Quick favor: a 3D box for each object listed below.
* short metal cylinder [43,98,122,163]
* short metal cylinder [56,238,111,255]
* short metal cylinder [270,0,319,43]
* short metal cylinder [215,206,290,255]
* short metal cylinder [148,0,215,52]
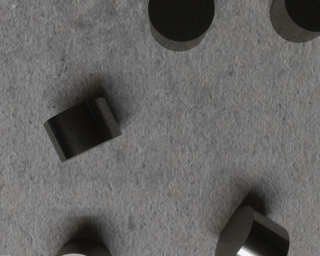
[{"bbox_3d":[-0.094,0.003,0.381,0.080,0.080,0.050,-26,90,0],"label":"short metal cylinder"},{"bbox_3d":[-0.104,0.190,0.396,0.081,0.050,0.079,0,90,-1],"label":"short metal cylinder"},{"bbox_3d":[0.191,-0.156,0.400,0.081,0.050,0.079,0,90,-1],"label":"short metal cylinder"},{"bbox_3d":[0.112,0.145,0.384,0.050,0.080,0.080,33,90,-1],"label":"short metal cylinder"},{"bbox_3d":[0.026,-0.144,0.398,0.081,0.050,0.079,0,90,-1],"label":"short metal cylinder"}]
